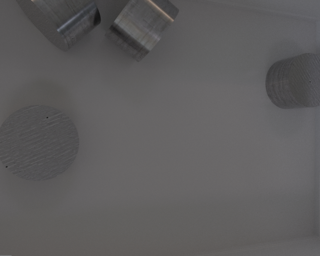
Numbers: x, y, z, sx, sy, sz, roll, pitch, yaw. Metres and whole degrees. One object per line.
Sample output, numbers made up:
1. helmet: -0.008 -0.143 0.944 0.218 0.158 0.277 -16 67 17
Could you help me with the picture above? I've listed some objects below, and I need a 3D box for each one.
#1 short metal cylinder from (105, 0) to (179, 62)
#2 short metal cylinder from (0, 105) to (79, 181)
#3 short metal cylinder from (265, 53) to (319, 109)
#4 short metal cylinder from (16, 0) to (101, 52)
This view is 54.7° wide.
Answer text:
1. short metal cylinder: -0.022 -0.127 0.373 0.050 0.080 0.080 37 78 -17
2. short metal cylinder: -0.135 0.015 0.348 0.081 0.050 0.080 0 90 -20
3. short metal cylinder: 0.211 -0.070 0.475 0.081 0.050 0.080 0 90 -20
4. short metal cylinder: -0.112 -0.132 0.340 0.050 0.080 0.080 -46 105 -14
